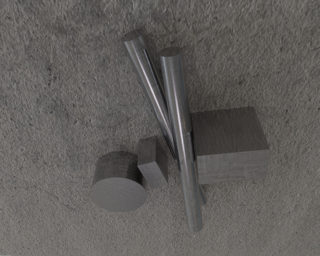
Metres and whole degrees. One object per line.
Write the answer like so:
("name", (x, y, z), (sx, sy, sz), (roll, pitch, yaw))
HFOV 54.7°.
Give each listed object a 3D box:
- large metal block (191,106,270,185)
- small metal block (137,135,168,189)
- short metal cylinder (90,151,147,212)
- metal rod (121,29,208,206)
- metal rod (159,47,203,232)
("large metal block", (0.084, 0.020, 0.389), (0.080, 0.080, 0.050), (-6, 130, 5))
("small metal block", (-0.009, 0.047, 0.431), (0.025, 0.050, 0.050), (-16, 129, 13))
("short metal cylinder", (-0.059, 0.080, 0.459), (0.081, 0.050, 0.079), (0, 130, 0))
("metal rod", (0.018, 0.011, 0.416), (0.025, 0.025, 0.299), (-14, 129, 12))
("metal rod", (0.034, 0.039, 0.408), (0.025, 0.025, 0.298), (-7, 127, 6))
